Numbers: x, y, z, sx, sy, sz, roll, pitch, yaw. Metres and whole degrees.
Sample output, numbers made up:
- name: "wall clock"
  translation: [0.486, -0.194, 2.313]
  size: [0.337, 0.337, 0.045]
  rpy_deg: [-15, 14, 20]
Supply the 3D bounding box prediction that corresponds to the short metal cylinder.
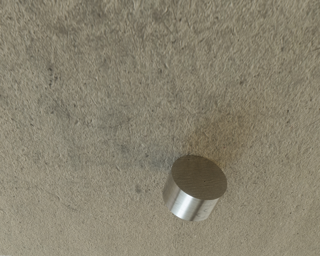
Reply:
- name: "short metal cylinder"
  translation: [0.049, 0.085, 0.443]
  size: [0.080, 0.080, 0.050]
  rpy_deg: [11, 129, -9]
